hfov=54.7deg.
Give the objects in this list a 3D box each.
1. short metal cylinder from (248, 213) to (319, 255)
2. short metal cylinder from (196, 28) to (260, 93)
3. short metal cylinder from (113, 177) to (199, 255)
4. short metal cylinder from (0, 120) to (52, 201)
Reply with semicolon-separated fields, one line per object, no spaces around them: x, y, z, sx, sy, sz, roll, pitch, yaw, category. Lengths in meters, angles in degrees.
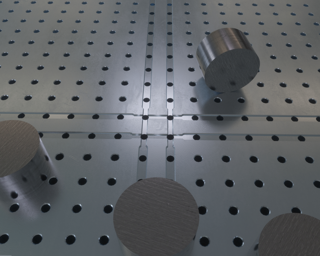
0.126;0.127;0.286;0.081;0.050;0.080;0;50;0;short metal cylinder
0.098;-0.098;0.455;0.081;0.080;0.050;-7;51;-6;short metal cylinder
-0.003;0.097;0.310;0.081;0.050;0.080;0;50;0;short metal cylinder
-0.174;0.037;0.359;0.081;0.050;0.080;0;50;0;short metal cylinder
